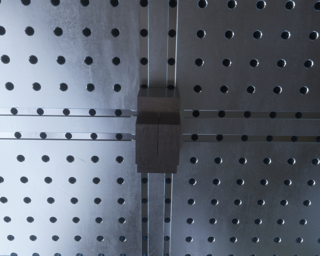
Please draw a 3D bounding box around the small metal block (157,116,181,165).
[{"bbox_3d":[0.011,0.011,0.377,0.025,0.050,0.050,2,110,0],"label":"small metal block"}]

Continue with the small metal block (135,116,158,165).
[{"bbox_3d":[-0.015,0.010,0.377,0.025,0.050,0.050,2,110,-1],"label":"small metal block"}]

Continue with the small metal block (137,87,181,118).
[{"bbox_3d":[-0.002,-0.033,0.387,0.050,0.050,0.025,2,110,-1],"label":"small metal block"}]

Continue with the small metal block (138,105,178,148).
[{"bbox_3d":[-0.003,-0.002,0.412,0.050,0.025,0.050,2,110,0],"label":"small metal block"}]

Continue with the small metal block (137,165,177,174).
[{"bbox_3d":[-0.003,0.037,0.413,0.050,0.050,0.025,2,110,-1],"label":"small metal block"}]
